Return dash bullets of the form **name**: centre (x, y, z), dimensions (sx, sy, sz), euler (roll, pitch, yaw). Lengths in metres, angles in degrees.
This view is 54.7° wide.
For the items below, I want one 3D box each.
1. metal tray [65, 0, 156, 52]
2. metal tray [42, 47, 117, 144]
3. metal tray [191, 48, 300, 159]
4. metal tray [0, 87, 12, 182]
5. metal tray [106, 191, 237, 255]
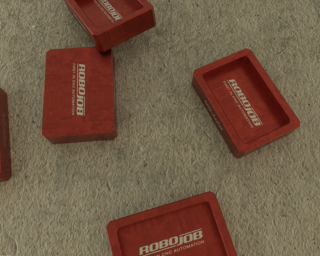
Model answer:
- **metal tray**: centre (-0.076, -0.174, 0.449), dimensions (0.090, 0.030, 0.130), euler (-30, 57, -11)
- **metal tray**: centre (-0.107, -0.047, 0.422), dimensions (0.091, 0.030, 0.130), euler (-4, 70, -2)
- **metal tray**: centre (0.112, -0.036, 0.418), dimensions (0.091, 0.030, 0.130), euler (-24, 72, -9)
- **metal tray**: centre (-0.247, 0.011, 0.399), dimensions (0.091, 0.030, 0.130), euler (-12, 70, -5)
- **metal tray**: centre (0.013, 0.135, 0.355), dimensions (0.131, 0.030, 0.090), euler (-15, 71, -6)
